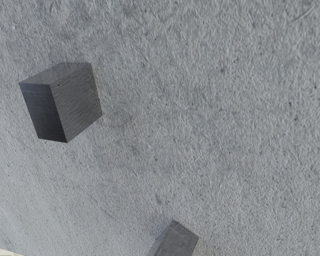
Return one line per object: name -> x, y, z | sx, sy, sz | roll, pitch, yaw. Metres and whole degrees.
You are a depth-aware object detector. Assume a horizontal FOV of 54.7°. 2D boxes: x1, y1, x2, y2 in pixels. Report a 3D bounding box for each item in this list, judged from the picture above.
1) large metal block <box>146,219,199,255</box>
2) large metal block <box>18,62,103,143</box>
large metal block -> 0.010, 0.208, 0.494 | 0.050, 0.080, 0.079 | 35, 129, 5
large metal block -> -0.128, -0.037, 0.416 | 0.050, 0.080, 0.079 | 7, 121, 25
